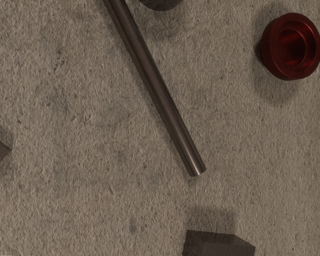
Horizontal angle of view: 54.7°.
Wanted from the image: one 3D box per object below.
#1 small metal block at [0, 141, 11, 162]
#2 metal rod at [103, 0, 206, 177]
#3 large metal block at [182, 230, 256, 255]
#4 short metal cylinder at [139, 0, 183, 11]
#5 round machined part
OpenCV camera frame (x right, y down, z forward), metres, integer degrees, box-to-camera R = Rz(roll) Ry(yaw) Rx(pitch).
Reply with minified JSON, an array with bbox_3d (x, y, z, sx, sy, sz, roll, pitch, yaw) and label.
[{"bbox_3d":[-0.201,0.028,0.335,0.050,0.025,0.050,43,76,-15],"label":"small metal block"},{"bbox_3d":[-0.013,-0.071,0.404,0.025,0.025,0.299,-30,100,-18],"label":"metal rod"},{"bbox_3d":[0.076,0.191,0.426,0.081,0.050,0.080,13,86,-20],"label":"large metal block"},{"bbox_3d":[0.006,-0.199,0.399,0.081,0.050,0.079,0,90,-21],"label":"short metal cylinder"},{"bbox_3d":[0.193,-0.120,0.473,0.099,0.042,0.097,0,90,-21],"label":"round machined part"}]
